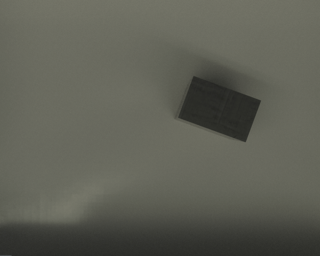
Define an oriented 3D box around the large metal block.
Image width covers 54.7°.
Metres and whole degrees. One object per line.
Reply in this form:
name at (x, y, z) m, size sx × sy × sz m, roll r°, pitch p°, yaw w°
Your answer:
large metal block at (0.066, -0.021, 0.385) m, size 0.080 × 0.080 × 0.050 m, roll 20°, pitch 90°, yaw -1°
